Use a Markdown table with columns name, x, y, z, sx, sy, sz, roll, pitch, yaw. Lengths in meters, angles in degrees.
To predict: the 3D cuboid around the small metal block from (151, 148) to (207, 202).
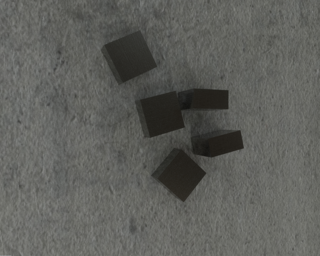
| name | x | y | z | sx | sy | sz | roll | pitch | yaw |
| --- | --- | --- | --- | --- | --- | --- | --- | --- | --- |
| small metal block | 0.026 | 0.063 | 0.420 | 0.050 | 0.025 | 0.050 | 44 | 76 | -15 |

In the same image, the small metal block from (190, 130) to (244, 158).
| name | x | y | z | sx | sy | sz | roll | pitch | yaw |
| --- | --- | --- | --- | --- | --- | --- | --- | --- | --- |
| small metal block | 0.078 | 0.020 | 0.426 | 0.050 | 0.050 | 0.025 | -13 | 95 | -20 |

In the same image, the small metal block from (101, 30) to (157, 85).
| name | x | y | z | sx | sy | sz | roll | pitch | yaw |
| --- | --- | --- | --- | --- | --- | --- | --- | --- | --- |
| small metal block | -0.039 | -0.089 | 0.395 | 0.050 | 0.025 | 0.050 | -29 | 100 | -18 |

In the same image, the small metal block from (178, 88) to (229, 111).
| name | x | y | z | sx | sy | sz | roll | pitch | yaw |
| --- | --- | --- | --- | --- | --- | --- | --- | --- | --- |
| small metal block | 0.057 | -0.037 | 0.418 | 0.050 | 0.050 | 0.025 | 0 | 90 | -20 |

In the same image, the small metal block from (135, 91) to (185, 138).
| name | x | y | z | sx | sy | sz | roll | pitch | yaw |
| --- | --- | --- | --- | --- | --- | --- | --- | --- | --- |
| small metal block | 0.000 | -0.018 | 0.410 | 0.050 | 0.025 | 0.050 | -17 | 96 | -20 |
